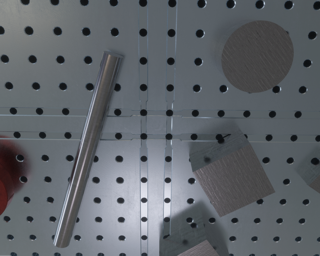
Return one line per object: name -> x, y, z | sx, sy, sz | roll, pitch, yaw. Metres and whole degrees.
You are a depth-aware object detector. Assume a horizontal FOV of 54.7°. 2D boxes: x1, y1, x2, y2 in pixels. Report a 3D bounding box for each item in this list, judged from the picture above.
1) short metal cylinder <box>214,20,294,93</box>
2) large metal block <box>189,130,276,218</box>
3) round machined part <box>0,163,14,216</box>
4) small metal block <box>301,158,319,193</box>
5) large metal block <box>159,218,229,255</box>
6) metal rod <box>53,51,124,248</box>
short metal cylinder -> 0.109, -0.087, 0.369 | 0.081, 0.050, 0.079 | 0, 110, 0
large metal block -> 0.097, 0.062, 0.424 | 0.080, 0.050, 0.080 | -28, 108, 10
round machined part -> -0.252, 0.080, 0.431 | 0.099, 0.042, 0.097 | 0, 110, 0
small metal block -> 0.242, 0.071, 0.442 | 0.050, 0.025, 0.050 | 33, 107, -12
large metal block -> 0.055, 0.199, 0.474 | 0.080, 0.050, 0.080 | -33, 107, 11
metal rod -> -0.104, 0.042, 0.427 | 0.025, 0.025, 0.298 | 17, 109, -7
